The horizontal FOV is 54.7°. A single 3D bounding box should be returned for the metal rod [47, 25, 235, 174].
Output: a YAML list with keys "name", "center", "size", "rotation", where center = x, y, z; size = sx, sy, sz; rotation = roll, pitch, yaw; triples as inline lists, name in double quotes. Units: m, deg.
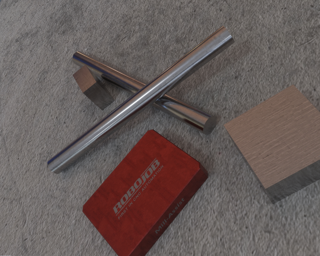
- name: "metal rod"
  center: [-0.035, -0.029, 0.411]
  size: [0.300, 0.025, 0.025]
  rotation: [-36, 51, 15]

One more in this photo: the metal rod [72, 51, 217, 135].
- name: "metal rod"
  center: [-0.043, -0.064, 0.463]
  size: [0.300, 0.025, 0.025]
  rotation: [31, 79, 37]

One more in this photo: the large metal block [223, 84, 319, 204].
- name: "large metal block"
  center: [0.124, 0.017, 0.312]
  size: [0.080, 0.050, 0.080]
  rotation: [-31, 52, 8]

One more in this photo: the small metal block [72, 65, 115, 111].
- name: "small metal block"
  center: [-0.102, -0.062, 0.477]
  size: [0.025, 0.050, 0.050]
  rotation: [-39, 51, 2]

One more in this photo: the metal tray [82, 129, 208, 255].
- name: "metal tray"
  center: [-0.019, 0.075, 0.363]
  size: [0.090, 0.030, 0.130]
  rotation: [35, 81, 38]
